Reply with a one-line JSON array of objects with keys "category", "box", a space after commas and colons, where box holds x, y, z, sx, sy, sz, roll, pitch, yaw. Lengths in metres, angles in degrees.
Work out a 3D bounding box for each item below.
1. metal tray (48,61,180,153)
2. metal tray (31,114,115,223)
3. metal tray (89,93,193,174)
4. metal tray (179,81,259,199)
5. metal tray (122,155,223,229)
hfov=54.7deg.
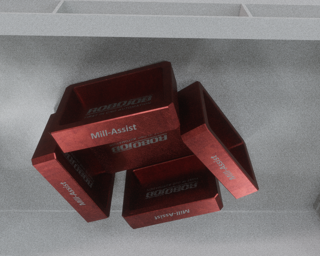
[{"category": "metal tray", "box": [-0.047, -0.025, 0.341, 0.131, 0.090, 0.030, -12, 129, 9]}, {"category": "metal tray", "box": [-0.104, 0.050, 0.405, 0.030, 0.090, 0.130, -17, 129, 13]}, {"category": "metal tray", "box": [-0.028, 0.008, 0.409, 0.130, 0.030, 0.090, -15, 129, 12]}, {"category": "metal tray", "box": [0.071, 0.016, 0.379, 0.030, 0.090, 0.130, -29, 125, 23]}, {"category": "metal tray", "box": [0.015, 0.083, 0.435, 0.130, 0.090, 0.030, -16, 128, 12]}]
